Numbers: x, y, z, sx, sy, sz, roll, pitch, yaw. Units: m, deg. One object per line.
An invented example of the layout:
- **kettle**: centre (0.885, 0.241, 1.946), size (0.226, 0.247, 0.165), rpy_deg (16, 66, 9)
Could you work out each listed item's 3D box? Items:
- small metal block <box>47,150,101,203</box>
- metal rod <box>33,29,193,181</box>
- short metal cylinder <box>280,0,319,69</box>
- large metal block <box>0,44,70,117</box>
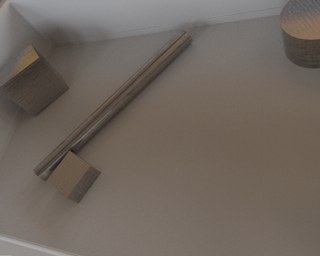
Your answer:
- **small metal block**: centre (-0.118, 0.066, 0.425), size (0.050, 0.025, 0.050), rpy_deg (27, 76, 36)
- **metal rod**: centre (-0.067, -0.036, 0.461), size (0.300, 0.025, 0.025), rpy_deg (-44, 51, -3)
- **short metal cylinder**: centre (0.186, -0.117, 0.364), size (0.080, 0.050, 0.080), rpy_deg (-13, 56, 20)
- **large metal block**: centre (-0.218, -0.080, 0.528), size (0.080, 0.080, 0.050), rpy_deg (-39, 51, -3)
